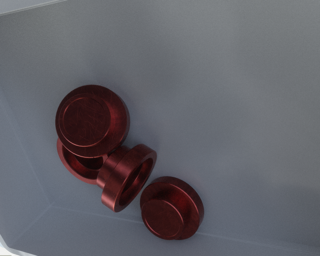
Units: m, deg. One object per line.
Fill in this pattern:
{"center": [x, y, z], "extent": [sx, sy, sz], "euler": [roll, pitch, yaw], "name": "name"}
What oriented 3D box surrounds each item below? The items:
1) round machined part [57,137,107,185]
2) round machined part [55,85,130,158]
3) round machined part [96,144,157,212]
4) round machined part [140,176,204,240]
{"center": [-0.105, 0.035, 0.475], "extent": [0.098, 0.042, 0.097], "euler": [13, 124, 21], "name": "round machined part"}
{"center": [-0.092, -0.009, 0.409], "extent": [0.098, 0.042, 0.097], "euler": [0, 87, 7], "name": "round machined part"}
{"center": [-0.049, 0.063, 0.427], "extent": [0.042, 0.099, 0.097], "euler": [31, 129, 16], "name": "round machined part"}
{"center": [0.012, 0.125, 0.459], "extent": [0.098, 0.042, 0.097], "euler": [10, 113, 25], "name": "round machined part"}
